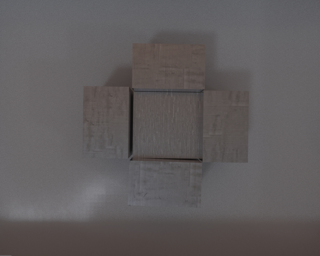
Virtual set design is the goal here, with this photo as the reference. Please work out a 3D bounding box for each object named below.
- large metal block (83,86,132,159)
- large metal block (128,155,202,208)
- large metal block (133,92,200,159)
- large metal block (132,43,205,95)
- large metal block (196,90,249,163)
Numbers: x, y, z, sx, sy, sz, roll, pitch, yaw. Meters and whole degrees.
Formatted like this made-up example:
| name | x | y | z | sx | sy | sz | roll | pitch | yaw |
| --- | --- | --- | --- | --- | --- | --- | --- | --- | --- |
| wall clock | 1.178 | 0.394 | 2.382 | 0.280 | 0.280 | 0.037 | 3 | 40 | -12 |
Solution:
| name | x | y | z | sx | sy | sz | roll | pitch | yaw |
| --- | --- | --- | --- | --- | --- | --- | --- | --- | --- |
| large metal block | -0.060 | -0.007 | 0.382 | 0.050 | 0.080 | 0.080 | 1 | 90 | 0 |
| large metal block | 0.006 | 0.062 | 0.382 | 0.081 | 0.080 | 0.050 | 2 | 90 | 0 |
| large metal block | 0.008 | -0.004 | 0.396 | 0.081 | 0.050 | 0.080 | 1 | 90 | 0 |
| large metal block | 0.010 | -0.068 | 0.382 | 0.081 | 0.080 | 0.050 | 1 | 90 | 0 |
| large metal block | 0.073 | -0.002 | 0.383 | 0.050 | 0.080 | 0.080 | 1 | 90 | 0 |
